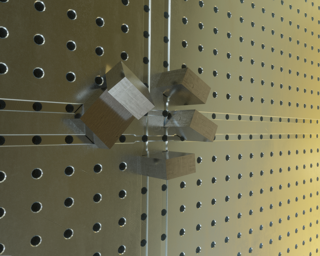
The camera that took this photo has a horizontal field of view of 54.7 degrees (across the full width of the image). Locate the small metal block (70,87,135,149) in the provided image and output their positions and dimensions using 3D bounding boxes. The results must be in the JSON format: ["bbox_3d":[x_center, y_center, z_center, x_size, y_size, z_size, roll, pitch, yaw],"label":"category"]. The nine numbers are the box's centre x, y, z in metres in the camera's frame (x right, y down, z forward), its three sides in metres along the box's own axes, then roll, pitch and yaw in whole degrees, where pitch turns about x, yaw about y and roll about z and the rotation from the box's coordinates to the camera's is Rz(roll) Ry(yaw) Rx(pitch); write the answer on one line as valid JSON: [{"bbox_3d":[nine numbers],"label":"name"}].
[{"bbox_3d":[-0.065,-0.011,0.356,0.050,0.025,0.050,51,60,-28],"label":"small metal block"}]

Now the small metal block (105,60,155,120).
[{"bbox_3d":[-0.036,-0.045,0.362,0.025,0.050,0.050,-39,122,12],"label":"small metal block"}]

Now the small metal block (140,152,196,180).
[{"bbox_3d":[0.010,0.047,0.404,0.050,0.050,0.025,-7,95,-40],"label":"small metal block"}]

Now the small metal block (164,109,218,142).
[{"bbox_3d":[0.043,-0.003,0.431,0.050,0.050,0.025,31,71,-36],"label":"small metal block"}]

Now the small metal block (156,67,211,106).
[{"bbox_3d":[0.032,-0.055,0.422,0.050,0.050,0.025,34,69,-35],"label":"small metal block"}]
